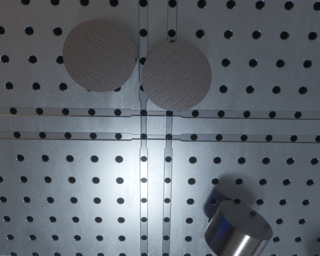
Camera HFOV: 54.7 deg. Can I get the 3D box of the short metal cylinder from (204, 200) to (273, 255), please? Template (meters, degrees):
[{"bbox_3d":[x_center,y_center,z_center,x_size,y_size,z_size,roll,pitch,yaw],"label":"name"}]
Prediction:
[{"bbox_3d":[0.110,0.148,0.440,0.080,0.080,0.050,21,109,-8],"label":"short metal cylinder"}]

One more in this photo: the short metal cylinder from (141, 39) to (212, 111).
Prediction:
[{"bbox_3d":[0.019,-0.065,0.376,0.081,0.050,0.079,0,110,0],"label":"short metal cylinder"}]

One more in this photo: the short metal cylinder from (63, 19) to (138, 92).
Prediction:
[{"bbox_3d":[-0.067,-0.087,0.367,0.081,0.050,0.079,0,110,0],"label":"short metal cylinder"}]
